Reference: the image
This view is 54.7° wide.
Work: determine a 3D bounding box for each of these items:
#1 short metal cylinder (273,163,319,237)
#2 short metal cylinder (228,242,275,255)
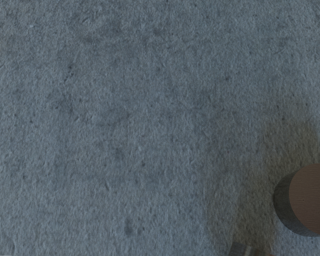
[{"bbox_3d":[0.183,0.086,0.366,0.081,0.050,0.080,0,70,0],"label":"short metal cylinder"},{"bbox_3d":[0.107,0.159,0.322,0.080,0.080,0.050,22,72,7],"label":"short metal cylinder"}]
